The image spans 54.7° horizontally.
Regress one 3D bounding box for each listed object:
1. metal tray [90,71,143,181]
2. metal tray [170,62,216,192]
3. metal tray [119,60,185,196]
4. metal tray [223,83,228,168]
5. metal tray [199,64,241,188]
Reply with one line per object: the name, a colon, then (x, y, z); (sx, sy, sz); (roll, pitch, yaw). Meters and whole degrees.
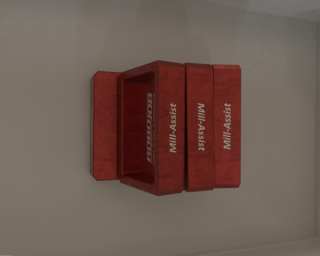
metal tray: (-0.040, -0.002, 0.390); (0.091, 0.030, 0.129); (1, 90, -20)
metal tray: (0.026, 0.000, 0.350); (0.030, 0.090, 0.129); (0, 88, -20)
metal tray: (-0.012, 0.000, 0.335); (0.030, 0.090, 0.129); (0, 90, -33)
metal tray: (0.045, 0.000, 0.423); (0.091, 0.030, 0.129); (1, 90, -20)
metal tray: (0.065, -0.002, 0.363); (0.030, 0.090, 0.129); (0, 90, -6)
